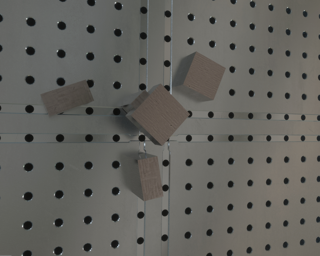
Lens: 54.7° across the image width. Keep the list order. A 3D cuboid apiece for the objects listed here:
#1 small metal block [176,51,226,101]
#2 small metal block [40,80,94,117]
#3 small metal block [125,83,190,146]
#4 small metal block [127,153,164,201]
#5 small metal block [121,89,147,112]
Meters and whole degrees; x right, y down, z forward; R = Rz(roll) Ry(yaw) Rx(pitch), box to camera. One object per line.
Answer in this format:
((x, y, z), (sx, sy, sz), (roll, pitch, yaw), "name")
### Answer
((0.057, -0.071, 0.435), (0.050, 0.025, 0.050), (25, 82, -19), "small metal block")
((-0.109, -0.033, 0.360), (0.050, 0.050, 0.025), (-22, 98, -19), "small metal block")
((-0.003, -0.015, 0.359), (0.050, 0.025, 0.050), (45, 76, -15), "small metal block")
((-0.020, 0.060, 0.393), (0.025, 0.050, 0.050), (-10, 94, -20), "small metal block")
((-0.018, -0.020, 0.394), (0.050, 0.050, 0.025), (47, 76, -15), "small metal block")
